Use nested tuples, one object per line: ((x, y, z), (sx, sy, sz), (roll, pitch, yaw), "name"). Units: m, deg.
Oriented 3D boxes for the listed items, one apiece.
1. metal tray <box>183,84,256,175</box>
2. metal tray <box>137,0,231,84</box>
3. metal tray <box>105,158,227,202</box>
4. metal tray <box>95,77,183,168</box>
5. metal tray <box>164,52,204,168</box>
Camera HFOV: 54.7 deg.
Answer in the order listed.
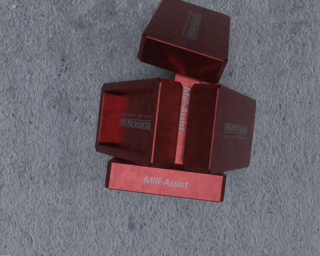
((0.075, 0.003, 0.362), (0.030, 0.131, 0.089), (6, 91, 33), "metal tray")
((0.034, -0.109, 0.365), (0.090, 0.130, 0.030), (18, 131, -1), "metal tray")
((0.006, 0.058, 0.378), (0.131, 0.090, 0.030), (7, 90, -1), "metal tray")
((-0.030, -0.008, 0.362), (0.030, 0.130, 0.089), (6, 90, -37), "metal tray")
((0.026, -0.021, 0.378), (0.030, 0.090, 0.129), (7, 90, 0), "metal tray")
